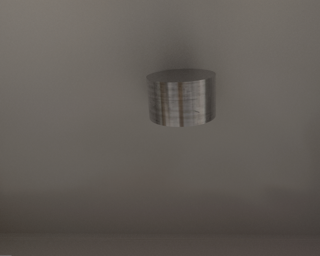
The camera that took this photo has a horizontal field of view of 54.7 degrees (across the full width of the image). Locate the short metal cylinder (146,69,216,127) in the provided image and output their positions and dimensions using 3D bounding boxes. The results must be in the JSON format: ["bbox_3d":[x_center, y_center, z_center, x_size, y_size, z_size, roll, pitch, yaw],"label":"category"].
[{"bbox_3d":[0.026,-0.039,0.368,0.081,0.080,0.050,-3,110,1],"label":"short metal cylinder"}]
